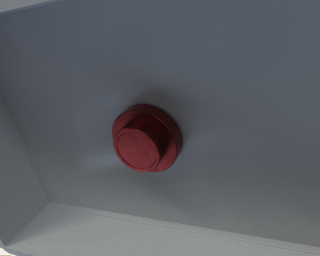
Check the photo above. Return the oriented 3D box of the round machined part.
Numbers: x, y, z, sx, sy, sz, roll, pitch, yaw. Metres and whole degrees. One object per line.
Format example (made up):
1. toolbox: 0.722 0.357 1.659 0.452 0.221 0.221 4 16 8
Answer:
1. round machined part: -0.023 0.020 0.416 0.098 0.042 0.097 13 124 20
